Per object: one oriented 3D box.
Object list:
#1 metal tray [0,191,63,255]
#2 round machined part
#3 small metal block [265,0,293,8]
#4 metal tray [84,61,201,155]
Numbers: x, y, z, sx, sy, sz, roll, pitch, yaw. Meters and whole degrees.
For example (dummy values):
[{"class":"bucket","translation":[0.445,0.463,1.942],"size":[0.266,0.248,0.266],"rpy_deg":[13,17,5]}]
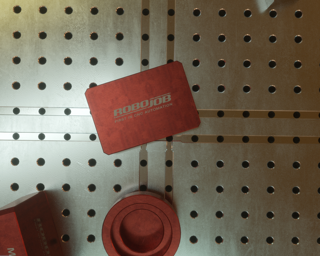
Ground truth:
[{"class":"metal tray","translation":[-0.155,0.152,0.379],"size":[0.030,0.090,0.129],"rpy_deg":[-16,90,0]},{"class":"round machined part","translation":[-0.023,0.131,0.405],"size":[0.099,0.042,0.097],"rpy_deg":[0,90,0]},{"class":"small metal block","translation":[0.164,-0.196,0.414],"size":[0.050,0.025,0.050],"rpy_deg":[-18,90,0]},{"class":"metal tray","translation":[-0.022,-0.026,0.411],"size":[0.131,0.030,0.090],"rpy_deg":[-18,90,0]}]
